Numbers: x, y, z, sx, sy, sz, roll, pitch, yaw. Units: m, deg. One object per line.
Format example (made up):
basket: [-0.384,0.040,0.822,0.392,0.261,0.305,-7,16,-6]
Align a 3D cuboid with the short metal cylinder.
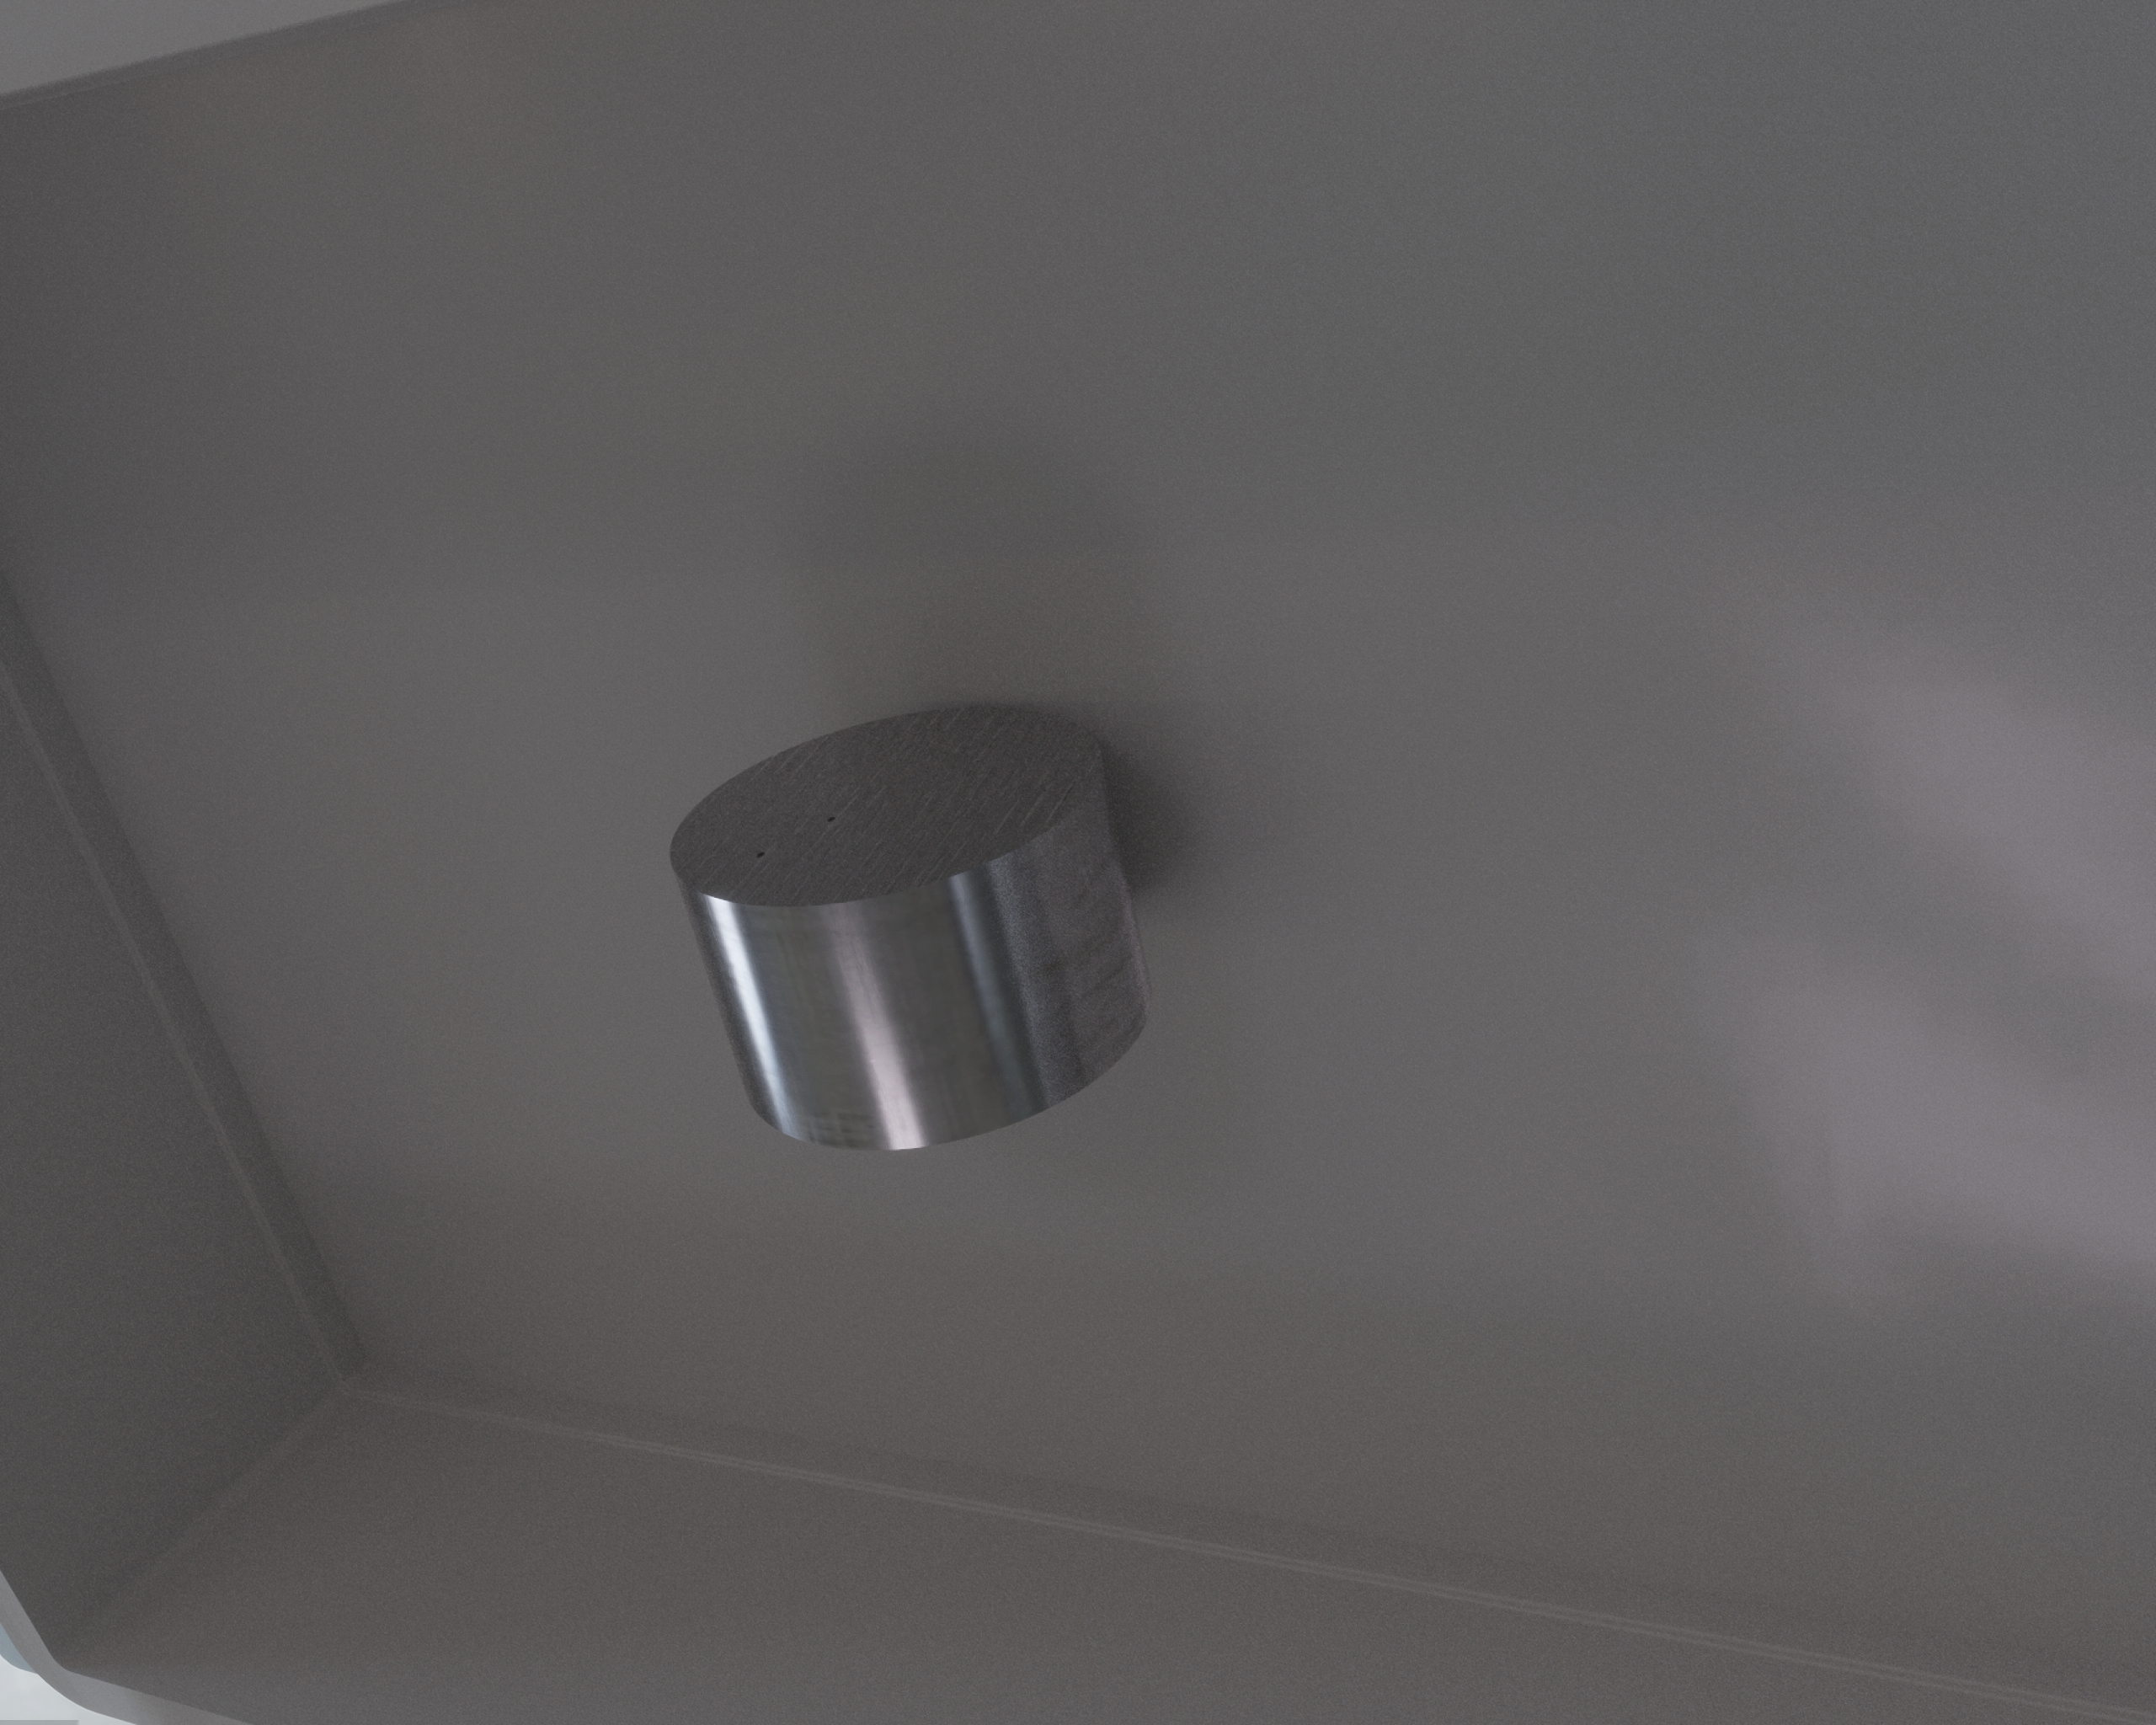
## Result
short metal cylinder: [-0.030,0.010,0.392,0.080,0.080,0.050,2,119,27]
